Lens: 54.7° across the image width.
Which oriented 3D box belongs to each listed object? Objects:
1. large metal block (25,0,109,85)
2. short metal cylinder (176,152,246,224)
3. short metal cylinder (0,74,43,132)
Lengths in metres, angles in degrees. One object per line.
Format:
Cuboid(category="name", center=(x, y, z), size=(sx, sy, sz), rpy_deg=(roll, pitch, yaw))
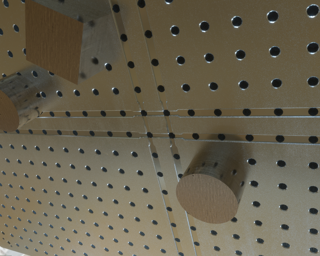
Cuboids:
Cuboid(category="large metal block", center=(-0.117, -0.113, 0.387), size=(0.080, 0.050, 0.079), rpy_deg=(26, 128, 11))
Cuboid(category="short metal cylinder", center=(0.068, 0.078, 0.408), size=(0.080, 0.050, 0.079), rpy_deg=(13, 124, 21))
Cuboid(category="short metal cylinder", center=(-0.238, -0.040, 0.495), size=(0.080, 0.050, 0.079), rpy_deg=(13, 124, 21))
